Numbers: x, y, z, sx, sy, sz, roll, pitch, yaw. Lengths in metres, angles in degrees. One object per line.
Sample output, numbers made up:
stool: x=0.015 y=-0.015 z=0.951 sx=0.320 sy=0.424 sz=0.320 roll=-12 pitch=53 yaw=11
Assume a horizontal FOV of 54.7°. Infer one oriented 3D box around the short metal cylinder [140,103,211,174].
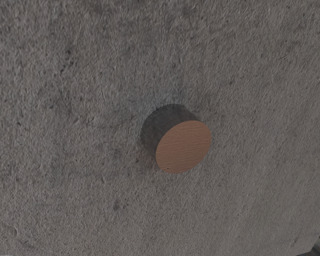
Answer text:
short metal cylinder: x=0.021 y=0.014 z=0.414 sx=0.081 sy=0.050 sz=0.079 roll=-14 pitch=125 yaw=-21
